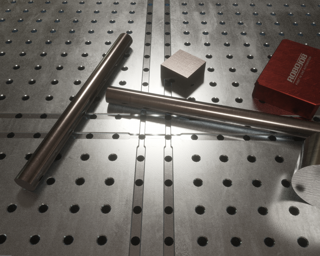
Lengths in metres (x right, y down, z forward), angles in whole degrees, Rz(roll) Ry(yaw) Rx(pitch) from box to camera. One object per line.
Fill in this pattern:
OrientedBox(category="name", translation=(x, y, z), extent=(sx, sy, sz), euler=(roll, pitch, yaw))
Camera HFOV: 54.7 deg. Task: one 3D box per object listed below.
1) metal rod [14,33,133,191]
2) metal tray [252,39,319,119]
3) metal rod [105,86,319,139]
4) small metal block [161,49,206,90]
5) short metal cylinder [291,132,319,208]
OrientedBox(category="metal rod", translation=(-0.106, -0.044, 0.443), extent=(0.025, 0.025, 0.300), euler=(15, 51, 11))
OrientedBox(category="metal tray", translation=(0.209, -0.080, 0.474), extent=(0.090, 0.030, 0.130), euler=(26, 54, 19))
OrientedBox(category="metal rod", translation=(0.072, -0.021, 0.426), extent=(0.301, 0.025, 0.025), euler=(11, 51, 8))
OrientedBox(category="small metal block", translation=(0.036, -0.092, 0.486), extent=(0.050, 0.025, 0.050), euler=(32, 56, 23))
OrientedBox(category="short metal cylinder", translation=(0.190, 0.048, 0.334), extent=(0.080, 0.080, 0.050), euler=(22, 54, 17))
